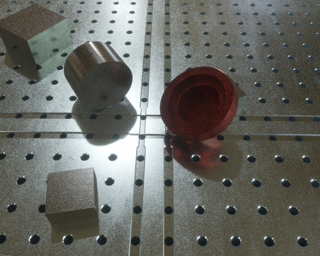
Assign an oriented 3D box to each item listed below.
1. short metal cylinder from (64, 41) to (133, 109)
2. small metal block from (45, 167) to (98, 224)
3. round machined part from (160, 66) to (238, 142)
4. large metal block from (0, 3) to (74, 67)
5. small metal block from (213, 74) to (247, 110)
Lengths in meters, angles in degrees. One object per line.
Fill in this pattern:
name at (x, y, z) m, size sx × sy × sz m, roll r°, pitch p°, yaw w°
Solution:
short metal cylinder at (-0.086, -0.072, 0.432) m, size 0.081 × 0.080 × 0.050 m, roll -25°, pitch 55°, yaw -20°
small metal block at (-0.097, 0.074, 0.344) m, size 0.050 × 0.025 × 0.050 m, roll -7°, pitch 50°, yaw -7°
round machined part at (0.053, -0.028, 0.403) m, size 0.098 × 0.042 × 0.098 m, roll -12°, pitch 62°, yaw 23°
large metal block at (-0.209, -0.159, 0.522) m, size 0.080 × 0.050 × 0.080 m, roll 30°, pitch 56°, yaw 22°
small metal block at (0.088, -0.047, 0.448) m, size 0.050 × 0.025 × 0.050 m, roll -20°, pitch 53°, yaw -16°
